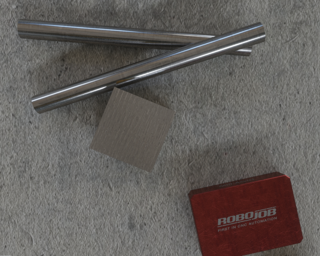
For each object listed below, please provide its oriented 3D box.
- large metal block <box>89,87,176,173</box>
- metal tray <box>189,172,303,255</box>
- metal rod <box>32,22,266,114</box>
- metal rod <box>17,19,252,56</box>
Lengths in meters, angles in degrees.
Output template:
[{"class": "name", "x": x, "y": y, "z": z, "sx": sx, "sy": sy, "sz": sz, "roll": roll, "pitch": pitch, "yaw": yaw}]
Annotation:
[{"class": "large metal block", "x": -0.033, "y": 0.002, "z": 0.397, "sx": 0.080, "sy": 0.050, "sz": 0.080, "roll": 22, "pitch": 90, "yaw": -1}, {"class": "metal tray", "x": 0.111, "y": 0.116, "z": 0.409, "sx": 0.131, "sy": 0.030, "sz": 0.089, "roll": -12, "pitch": 90, "yaw": -1}, {"class": "metal rod", "x": -0.018, "y": -0.074, "z": 0.394, "sx": 0.301, "sy": 0.025, "sz": 0.025, "roll": -17, "pitch": 90, "yaw": 5}, {"class": "metal rod", "x": -0.031, "y": -0.119, "z": 0.409, "sx": 0.302, "sy": 0.025, "sz": 0.025, "roll": 4, "pitch": 90, "yaw": -1}]
